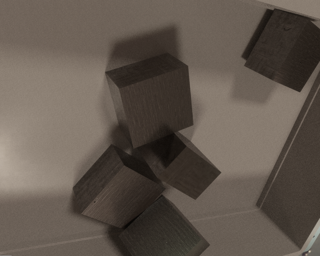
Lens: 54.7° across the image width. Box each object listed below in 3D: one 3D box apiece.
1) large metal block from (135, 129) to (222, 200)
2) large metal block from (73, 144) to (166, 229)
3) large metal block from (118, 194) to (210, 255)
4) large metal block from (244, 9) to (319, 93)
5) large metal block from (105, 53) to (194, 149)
[{"bbox_3d":[0.022,0.039,0.411,0.050,0.080,0.080,-48,129,5],"label":"large metal block"},{"bbox_3d":[-0.054,0.081,0.414,0.080,0.050,0.080,-48,129,6],"label":"large metal block"},{"bbox_3d":[0.006,0.151,0.417,0.080,0.080,0.050,-43,146,-5],"label":"large metal block"},{"bbox_3d":[0.174,-0.102,0.419,0.081,0.050,0.079,9,115,-43],"label":"large metal block"},{"bbox_3d":[-0.011,-0.034,0.367,0.081,0.050,0.079,-21,127,-16],"label":"large metal block"}]
